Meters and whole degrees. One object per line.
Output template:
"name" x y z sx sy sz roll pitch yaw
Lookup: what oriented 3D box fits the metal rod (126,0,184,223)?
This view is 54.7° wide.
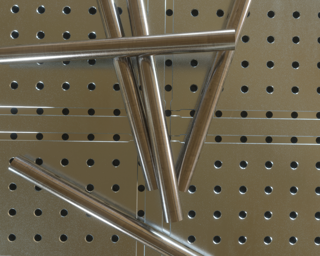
"metal rod" -0.008 -0.031 0.401 0.025 0.025 0.298 -10 86 0

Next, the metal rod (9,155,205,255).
"metal rod" -0.061 0.119 0.412 0.301 0.025 0.025 29 90 -1

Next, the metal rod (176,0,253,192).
"metal rod" 0.073 -0.060 0.414 0.025 0.025 0.298 19 90 -1

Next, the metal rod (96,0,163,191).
"metal rod" -0.044 -0.064 0.412 0.025 0.025 0.298 -15 90 0

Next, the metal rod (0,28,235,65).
"metal rod" -0.061 -0.100 0.387 0.301 0.025 0.025 -1 90 9
